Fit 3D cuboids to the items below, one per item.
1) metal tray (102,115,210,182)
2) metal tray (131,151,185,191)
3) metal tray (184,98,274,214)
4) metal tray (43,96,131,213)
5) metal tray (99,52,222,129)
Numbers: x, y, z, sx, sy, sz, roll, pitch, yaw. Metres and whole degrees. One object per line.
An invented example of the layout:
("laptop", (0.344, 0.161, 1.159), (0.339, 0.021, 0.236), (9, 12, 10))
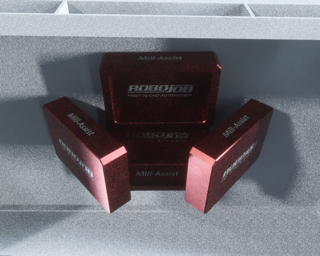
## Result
("metal tray", (-0.004, 0.022, 0.383), (0.131, 0.090, 0.030), (0, 130, -1))
("metal tray", (-0.003, 0.050, 0.444), (0.131, 0.030, 0.089), (0, 130, -1))
("metal tray", (0.084, 0.031, 0.374), (0.030, 0.131, 0.089), (31, 138, 30))
("metal tray", (-0.088, 0.030, 0.371), (0.030, 0.130, 0.089), (-30, 139, -31))
("metal tray", (0.001, -0.042, 0.367), (0.131, 0.030, 0.089), (-1, 131, -1))
